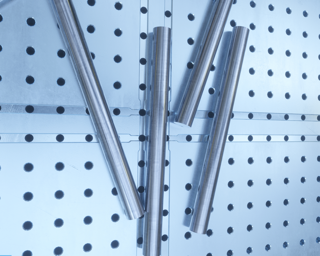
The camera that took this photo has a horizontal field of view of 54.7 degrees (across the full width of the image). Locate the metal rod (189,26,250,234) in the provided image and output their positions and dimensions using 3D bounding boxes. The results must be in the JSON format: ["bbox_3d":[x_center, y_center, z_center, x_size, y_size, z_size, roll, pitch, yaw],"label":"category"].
[{"bbox_3d":[0.086,0.000,0.445,0.025,0.025,0.298,15,85,-20],"label":"metal rod"}]

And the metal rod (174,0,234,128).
[{"bbox_3d":[0.080,-0.144,0.443,0.025,0.025,0.299,22,83,-19],"label":"metal rod"}]

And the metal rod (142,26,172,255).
[{"bbox_3d":[-0.004,0.017,0.412,0.025,0.025,0.298,3,89,-20],"label":"metal rod"}]

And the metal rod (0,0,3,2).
[{"bbox_3d":[-0.211,-0.129,0.334,0.301,0.025,0.025,-41,104,-16],"label":"metal rod"}]

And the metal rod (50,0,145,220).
[{"bbox_3d":[-0.077,-0.028,0.384,0.025,0.025,0.298,-20,97,-19],"label":"metal rod"}]
